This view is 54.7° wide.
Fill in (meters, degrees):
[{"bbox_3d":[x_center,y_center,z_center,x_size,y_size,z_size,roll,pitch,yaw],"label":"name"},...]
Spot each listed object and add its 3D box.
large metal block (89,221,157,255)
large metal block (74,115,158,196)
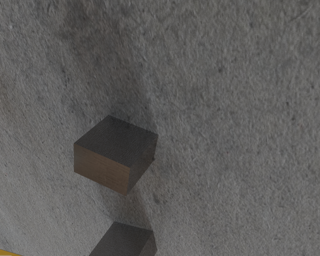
[{"bbox_3d":[-0.061,0.217,0.536,0.080,0.080,0.050,5,121,25],"label":"large metal block"},{"bbox_3d":[-0.059,0.034,0.422,0.080,0.080,0.050,22,126,15],"label":"large metal block"}]
